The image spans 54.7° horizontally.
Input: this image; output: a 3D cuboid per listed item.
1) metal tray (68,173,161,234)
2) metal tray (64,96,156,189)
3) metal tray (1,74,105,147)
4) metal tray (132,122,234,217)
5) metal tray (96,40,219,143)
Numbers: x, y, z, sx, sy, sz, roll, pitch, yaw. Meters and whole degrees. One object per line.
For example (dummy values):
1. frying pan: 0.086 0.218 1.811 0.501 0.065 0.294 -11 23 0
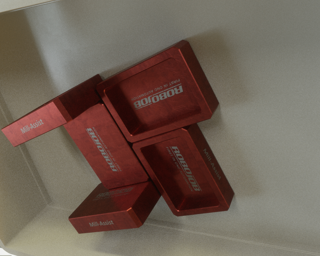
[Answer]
1. metal tray: -0.063 0.111 0.463 0.130 0.090 0.030 -18 109 35
2. metal tray: -0.074 0.024 0.454 0.090 0.030 0.130 -19 109 35
3. metal tray: -0.141 -0.023 0.420 0.130 0.090 0.030 -19 108 35
4. metal tray: 0.032 0.058 0.421 0.090 0.030 0.130 -19 109 35
5. metal tray: -0.006 -0.039 0.381 0.130 0.030 0.090 -18 109 34
